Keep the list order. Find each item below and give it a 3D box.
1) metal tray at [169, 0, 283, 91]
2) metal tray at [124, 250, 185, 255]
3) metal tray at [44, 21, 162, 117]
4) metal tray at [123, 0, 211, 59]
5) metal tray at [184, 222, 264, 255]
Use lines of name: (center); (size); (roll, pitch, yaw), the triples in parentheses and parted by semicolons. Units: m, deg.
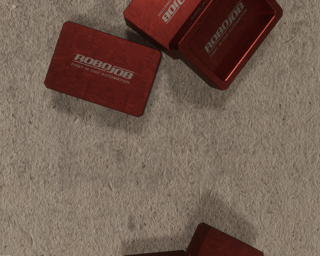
metal tray: (0.084, -0.124, 0.389); (0.090, 0.030, 0.130); (37, 90, -27)
metal tray: (-0.002, 0.234, 0.408); (0.091, 0.030, 0.129); (-5, 90, -1)
metal tray: (-0.072, -0.075, 0.407); (0.131, 0.030, 0.090); (18, 90, -1)
metal tray: (0.026, -0.168, 0.408); (0.090, 0.030, 0.130); (37, 90, -1)
metal tray: (0.064, 0.197, 0.386); (0.090, 0.030, 0.130); (30, 79, -16)
